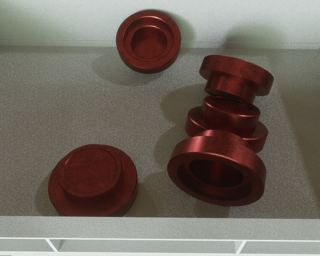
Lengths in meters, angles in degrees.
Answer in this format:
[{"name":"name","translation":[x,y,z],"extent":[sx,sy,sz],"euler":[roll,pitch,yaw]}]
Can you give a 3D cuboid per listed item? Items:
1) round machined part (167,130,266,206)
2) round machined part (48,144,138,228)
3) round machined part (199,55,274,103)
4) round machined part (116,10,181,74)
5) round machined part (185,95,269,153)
[{"name":"round machined part","translation":[0.060,0.039,0.325],"extent":[0.098,0.097,0.042],"euler":[14,53,11]},{"name":"round machined part","translation":[-0.075,0.057,0.345],"extent":[0.099,0.042,0.098],"euler":[0,50,0]},{"name":"round machined part","translation":[0.099,-0.060,0.423],"extent":[0.098,0.098,0.042],"euler":[20,89,15]},{"name":"round machined part","translation":[-0.017,-0.130,0.487],"extent":[0.099,0.042,0.098],"euler":[0,77,0]},{"name":"round machined part","translation":[0.083,-0.009,0.377],"extent":[0.099,0.042,0.098],"euler":[9,23,-4]}]
